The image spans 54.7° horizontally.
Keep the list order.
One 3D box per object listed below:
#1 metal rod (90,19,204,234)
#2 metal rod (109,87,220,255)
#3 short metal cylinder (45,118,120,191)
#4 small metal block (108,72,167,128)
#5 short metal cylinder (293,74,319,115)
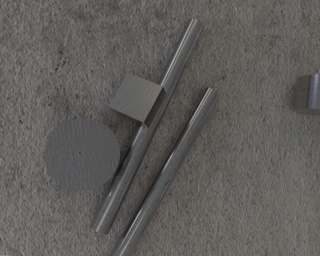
[{"bbox_3d":[-0.013,-0.009,0.404,0.025,0.025,0.299,28,81,-18],"label":"metal rod"},{"bbox_3d":[-0.001,0.077,0.409,0.025,0.025,0.300,33,79,-17],"label":"metal rod"},{"bbox_3d":[-0.092,0.029,0.362,0.081,0.050,0.080,0,90,-20],"label":"short metal cylinder"},{"bbox_3d":[-0.027,-0.035,0.386,0.050,0.025,0.050,24,80,17],"label":"small metal block"},{"bbox_3d":[0.248,-0.048,0.472,0.081,0.080,0.050,7,88,-20],"label":"short metal cylinder"}]
